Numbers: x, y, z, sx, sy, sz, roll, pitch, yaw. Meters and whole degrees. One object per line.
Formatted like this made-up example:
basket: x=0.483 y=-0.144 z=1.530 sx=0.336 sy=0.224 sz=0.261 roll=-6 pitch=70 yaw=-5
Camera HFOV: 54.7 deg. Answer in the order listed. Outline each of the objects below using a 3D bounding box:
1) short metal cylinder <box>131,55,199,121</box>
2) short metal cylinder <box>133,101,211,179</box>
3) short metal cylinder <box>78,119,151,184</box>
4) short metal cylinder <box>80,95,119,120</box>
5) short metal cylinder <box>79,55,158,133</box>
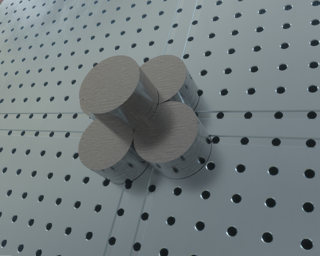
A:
short metal cylinder: x=0.007 y=-0.051 z=0.418 sx=0.080 sy=0.050 sz=0.080 roll=-13 pitch=56 yaw=20
short metal cylinder: x=0.016 y=0.015 z=0.373 sx=0.080 sy=0.050 sz=0.080 roll=-13 pitch=56 yaw=20
short metal cylinder: x=-0.058 y=0.026 z=0.404 sx=0.080 sy=0.050 sz=0.080 roll=-13 pitch=56 yaw=20
short metal cylinder: x=-0.067 y=-0.039 z=0.449 sx=0.080 sy=0.050 sz=0.080 roll=-13 pitch=56 yaw=20
short metal cylinder: x=-0.049 y=-0.040 z=0.374 sx=0.080 sy=0.050 sz=0.080 roll=-12 pitch=58 yaw=20
